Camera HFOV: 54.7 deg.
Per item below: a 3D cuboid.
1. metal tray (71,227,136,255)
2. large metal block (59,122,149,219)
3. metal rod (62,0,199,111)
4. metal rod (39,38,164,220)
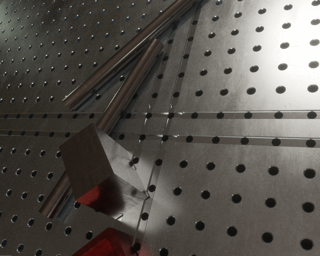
[{"bbox_3d":[-0.053,0.183,0.319,0.090,0.030,0.130,-38,51,2],"label":"metal tray"},{"bbox_3d":[-0.067,0.053,0.374,0.050,0.080,0.080,-36,52,5],"label":"large metal block"},{"bbox_3d":[-0.039,-0.136,0.510,0.300,0.025,0.025,-42,51,-1],"label":"metal rod"},{"bbox_3d":[-0.077,-0.008,0.452,0.025,0.025,0.300,20,72,35],"label":"metal rod"}]
